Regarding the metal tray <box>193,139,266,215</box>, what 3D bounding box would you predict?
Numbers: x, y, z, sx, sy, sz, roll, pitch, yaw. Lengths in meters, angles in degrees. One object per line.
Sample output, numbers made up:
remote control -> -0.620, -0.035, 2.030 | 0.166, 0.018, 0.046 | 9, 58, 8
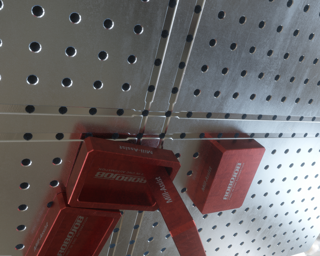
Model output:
metal tray -> 0.116, 0.082, 0.525 | 0.091, 0.030, 0.129 | -1, 119, -28

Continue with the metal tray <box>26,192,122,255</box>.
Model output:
metal tray -> -0.123, 0.156, 0.437 | 0.091, 0.030, 0.129 | 18, 109, -36

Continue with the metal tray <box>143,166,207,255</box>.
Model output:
metal tray -> 0.016, 0.112, 0.421 | 0.030, 0.130, 0.090 | -24, 128, -6

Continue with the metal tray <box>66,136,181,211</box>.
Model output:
metal tray -> -0.048, 0.066, 0.414 | 0.131, 0.030, 0.089 | 12, 116, -29
